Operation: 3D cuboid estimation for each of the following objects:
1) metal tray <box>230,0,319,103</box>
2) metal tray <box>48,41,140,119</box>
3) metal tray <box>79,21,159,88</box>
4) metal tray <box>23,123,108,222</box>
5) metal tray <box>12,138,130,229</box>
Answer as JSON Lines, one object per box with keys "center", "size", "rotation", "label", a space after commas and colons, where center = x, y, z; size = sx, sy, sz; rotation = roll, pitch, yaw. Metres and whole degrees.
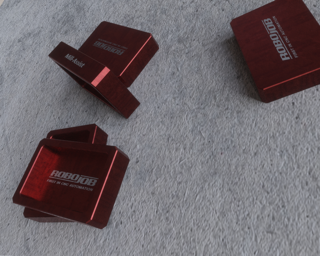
{"center": [0.150, -0.102, 0.385], "size": [0.090, 0.030, 0.130], "rotation": [-21, 54, 16], "label": "metal tray"}
{"center": [-0.097, -0.071, 0.456], "size": [0.130, 0.090, 0.030], "rotation": [33, 81, 38], "label": "metal tray"}
{"center": [-0.076, -0.127, 0.519], "size": [0.130, 0.030, 0.090], "rotation": [27, 76, 37], "label": "metal tray"}
{"center": [-0.128, 0.062, 0.429], "size": [0.090, 0.030, 0.130], "rotation": [-8, 58, 24], "label": "metal tray"}
{"center": [-0.110, 0.063, 0.380], "size": [0.130, 0.030, 0.090], "rotation": [4, 64, 30], "label": "metal tray"}
